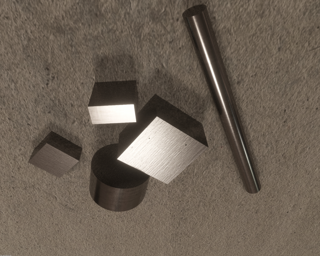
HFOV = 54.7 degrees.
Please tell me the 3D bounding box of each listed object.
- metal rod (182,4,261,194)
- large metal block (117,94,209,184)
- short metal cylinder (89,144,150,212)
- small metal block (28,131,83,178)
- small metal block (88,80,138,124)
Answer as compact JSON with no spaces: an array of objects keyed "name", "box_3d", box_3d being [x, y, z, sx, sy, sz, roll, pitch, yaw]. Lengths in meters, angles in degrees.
[{"name":"metal rod","box_3d":[0.090,-0.012,0.398,0.025,0.025,0.299,-18,128,14]},{"name":"large metal block","box_3d":[0.002,0.016,0.401,0.080,0.050,0.080,31,119,-24]},{"name":"short metal cylinder","box_3d":[-0.055,0.067,0.428,0.081,0.080,0.050,8,130,-8]},{"name":"small metal block","box_3d":[-0.147,0.038,0.438,0.050,0.025,0.050,35,122,-27]},{"name":"small metal block","box_3d":[-0.053,-0.031,0.364,0.050,0.050,0.025,-3,130,2]}]
